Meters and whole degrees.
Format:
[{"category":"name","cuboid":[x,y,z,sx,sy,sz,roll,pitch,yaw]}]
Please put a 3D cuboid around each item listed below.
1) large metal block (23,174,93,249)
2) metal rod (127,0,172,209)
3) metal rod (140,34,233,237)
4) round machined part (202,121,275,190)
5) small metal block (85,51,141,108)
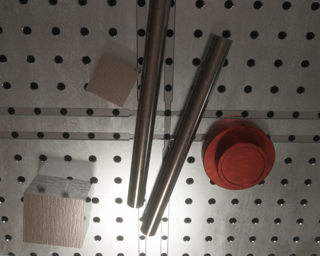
[{"category":"large metal block","cuboid":[-0.144,0.118,0.442,0.081,0.050,0.079,8,110,-4]},{"category":"metal rod","cuboid":[-0.016,-0.028,0.402,0.025,0.025,0.298,7,110,-3]},{"category":"metal rod","cuboid":[0.029,0.023,0.422,0.025,0.025,0.298,17,109,-7]},{"category":"round machined part","cuboid":[0.108,0.043,0.422,0.099,0.042,0.097,0,110,-1]},{"category":"small metal block","cuboid":[-0.058,-0.061,0.390,0.050,0.025,0.050,27,108,-10]}]
